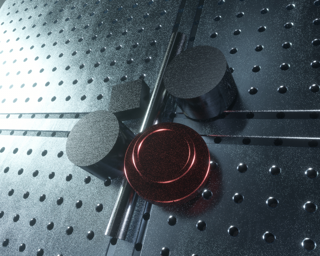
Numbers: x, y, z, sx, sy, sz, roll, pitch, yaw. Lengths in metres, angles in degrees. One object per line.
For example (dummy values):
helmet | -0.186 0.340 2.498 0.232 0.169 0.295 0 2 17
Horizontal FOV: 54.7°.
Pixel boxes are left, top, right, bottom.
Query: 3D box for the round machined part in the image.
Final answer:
round machined part | 0.007 0.036 0.351 0.098 0.042 0.098 -4 62 8

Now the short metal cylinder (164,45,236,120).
short metal cylinder | 0.051 -0.058 0.395 0.080 0.050 0.080 -13 56 21

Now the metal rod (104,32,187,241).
metal rod | -0.011 -0.006 0.413 0.025 0.025 0.300 3 63 29

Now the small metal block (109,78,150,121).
small metal block | -0.044 -0.040 0.450 0.050 0.025 0.050 -10 57 22

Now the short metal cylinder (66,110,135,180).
short metal cylinder | -0.076 0.023 0.413 0.080 0.050 0.080 -13 56 21
